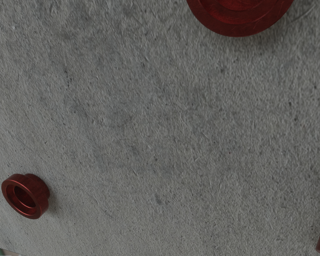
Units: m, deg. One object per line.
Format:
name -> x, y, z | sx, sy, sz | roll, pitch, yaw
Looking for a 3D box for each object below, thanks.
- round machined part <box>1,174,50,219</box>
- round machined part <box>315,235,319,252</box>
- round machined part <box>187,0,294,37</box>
round machined part -> -0.259, 0.129, 0.613 | 0.098, 0.042, 0.097 | 13, 124, 21
round machined part -> 0.229, 0.136, 0.339 | 0.098, 0.042, 0.098 | 25, 167, 7
round machined part -> 0.073, -0.135, 0.274 | 0.098, 0.042, 0.097 | 13, 124, 21
